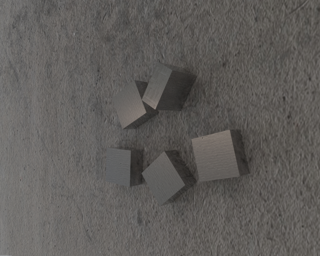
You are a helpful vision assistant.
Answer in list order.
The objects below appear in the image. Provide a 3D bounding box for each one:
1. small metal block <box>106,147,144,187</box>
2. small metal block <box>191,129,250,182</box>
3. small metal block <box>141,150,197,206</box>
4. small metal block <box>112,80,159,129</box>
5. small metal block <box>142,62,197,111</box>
[{"bbox_3d":[-0.052,0.054,0.448,0.050,0.025,0.050,3,92,40],"label":"small metal block"},{"bbox_3d":[0.068,0.031,0.349,0.050,0.025,0.050,-17,79,38],"label":"small metal block"},{"bbox_3d":[0.011,0.063,0.396,0.050,0.025,0.050,-47,62,30],"label":"small metal block"},{"bbox_3d":[-0.035,-0.032,0.434,0.050,0.025,0.050,-32,70,35],"label":"small metal block"},{"bbox_3d":[0.012,-0.049,0.379,0.025,0.050,0.050,37,113,34],"label":"small metal block"}]
